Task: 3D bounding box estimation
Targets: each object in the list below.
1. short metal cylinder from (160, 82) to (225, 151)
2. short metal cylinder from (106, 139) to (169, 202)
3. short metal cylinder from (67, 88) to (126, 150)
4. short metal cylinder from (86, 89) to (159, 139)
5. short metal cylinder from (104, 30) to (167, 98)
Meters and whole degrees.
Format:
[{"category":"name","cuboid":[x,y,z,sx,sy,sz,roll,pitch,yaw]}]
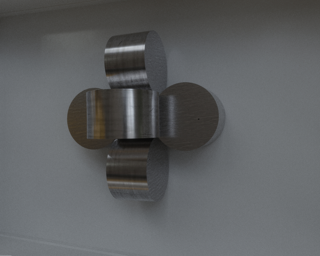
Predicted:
[{"category":"short metal cylinder","cuboid":[0.036,-0.013,0.382,0.080,0.050,0.080,0,90,20]},{"category":"short metal cylinder","cuboid":[-0.025,0.050,0.388,0.050,0.080,0.080,-2,90,19]},{"category":"short metal cylinder","cuboid":[-0.077,-0.012,0.423,0.080,0.050,0.080,0,90,20]},{"category":"short metal cylinder","cuboid":[-0.041,-0.014,0.347,0.080,0.080,0.050,-1,90,20]},{"category":"short metal cylinder","cuboid":[-0.027,-0.078,0.389,0.050,0.080,0.080,-2,90,19]}]
